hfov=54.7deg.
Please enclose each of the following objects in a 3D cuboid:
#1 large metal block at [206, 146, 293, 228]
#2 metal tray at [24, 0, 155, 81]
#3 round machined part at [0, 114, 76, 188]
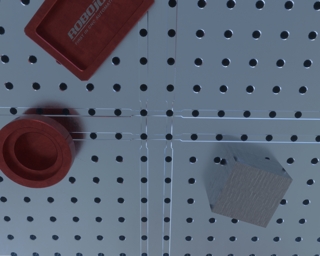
[{"bbox_3d":[0.121,0.081,0.431,0.080,0.050,0.079,18,109,-7],"label":"large metal block"},{"bbox_3d":[-0.080,-0.131,0.361,0.090,0.030,0.130,41,105,-14],"label":"metal tray"},{"bbox_3d":[-0.162,0.027,0.413,0.099,0.042,0.097,0,110,0],"label":"round machined part"}]
